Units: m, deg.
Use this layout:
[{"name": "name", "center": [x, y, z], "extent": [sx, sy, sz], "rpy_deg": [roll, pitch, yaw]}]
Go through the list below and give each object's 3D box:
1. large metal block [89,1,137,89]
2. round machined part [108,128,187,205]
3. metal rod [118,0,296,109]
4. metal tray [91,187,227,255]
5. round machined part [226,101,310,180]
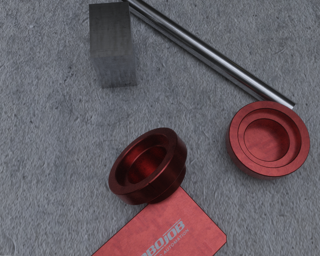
[{"name": "large metal block", "center": [-0.062, -0.109, 0.418], "extent": [0.050, 0.080, 0.080], "rpy_deg": [-5, 70, -2]}, {"name": "round machined part", "center": [-0.009, 0.049, 0.362], "extent": [0.098, 0.098, 0.042], "rpy_deg": [-49, 118, -16]}, {"name": "metal rod", "center": [0.060, -0.114, 0.450], "extent": [0.300, 0.025, 0.025], "rpy_deg": [38, 74, 12]}, {"name": "metal tray", "center": [-0.001, 0.138, 0.355], "extent": [0.130, 0.030, 0.090], "rpy_deg": [-40, 75, -14]}, {"name": "round machined part", "center": [0.132, 0.018, 0.394], "extent": [0.099, 0.042, 0.098], "rpy_deg": [0, 70, -1]}]
